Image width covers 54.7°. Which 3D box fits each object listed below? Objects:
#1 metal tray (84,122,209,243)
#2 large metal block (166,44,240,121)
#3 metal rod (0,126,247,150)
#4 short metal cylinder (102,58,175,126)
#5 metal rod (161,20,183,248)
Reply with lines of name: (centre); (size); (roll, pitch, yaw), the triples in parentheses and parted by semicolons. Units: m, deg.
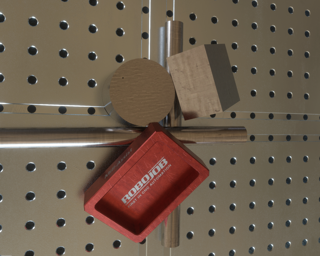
metal tray: (-0.017, 0.068, 0.376); (0.090, 0.030, 0.130); (41, 98, -22)
large metal block: (0.059, -0.061, 0.400); (0.080, 0.050, 0.080); (-27, 102, -58)
metal rod: (-0.036, 0.011, 0.382); (0.302, 0.025, 0.025); (0, 90, -13)
short metal cylinder: (-0.028, -0.042, 0.388); (0.081, 0.050, 0.079); (0, 90, -20)
metal rod: (0.017, 0.008, 0.419); (0.025, 0.025, 0.298); (1, 90, -20)
